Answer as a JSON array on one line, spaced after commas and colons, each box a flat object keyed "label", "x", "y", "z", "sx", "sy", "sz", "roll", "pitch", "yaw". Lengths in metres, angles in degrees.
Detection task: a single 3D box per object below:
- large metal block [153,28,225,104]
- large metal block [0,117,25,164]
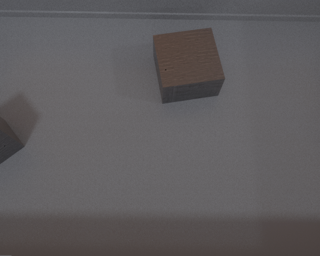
[{"label": "large metal block", "x": 0.037, "y": -0.085, "z": 0.428, "sx": 0.081, "sy": 0.050, "sz": 0.080, "roll": -9, "pitch": 70, "yaw": -4}, {"label": "large metal block", "x": -0.227, "y": 0.018, "z": 0.371, "sx": 0.080, "sy": 0.080, "sz": 0.050, "roll": -39, "pitch": 75, "yaw": -13}]
